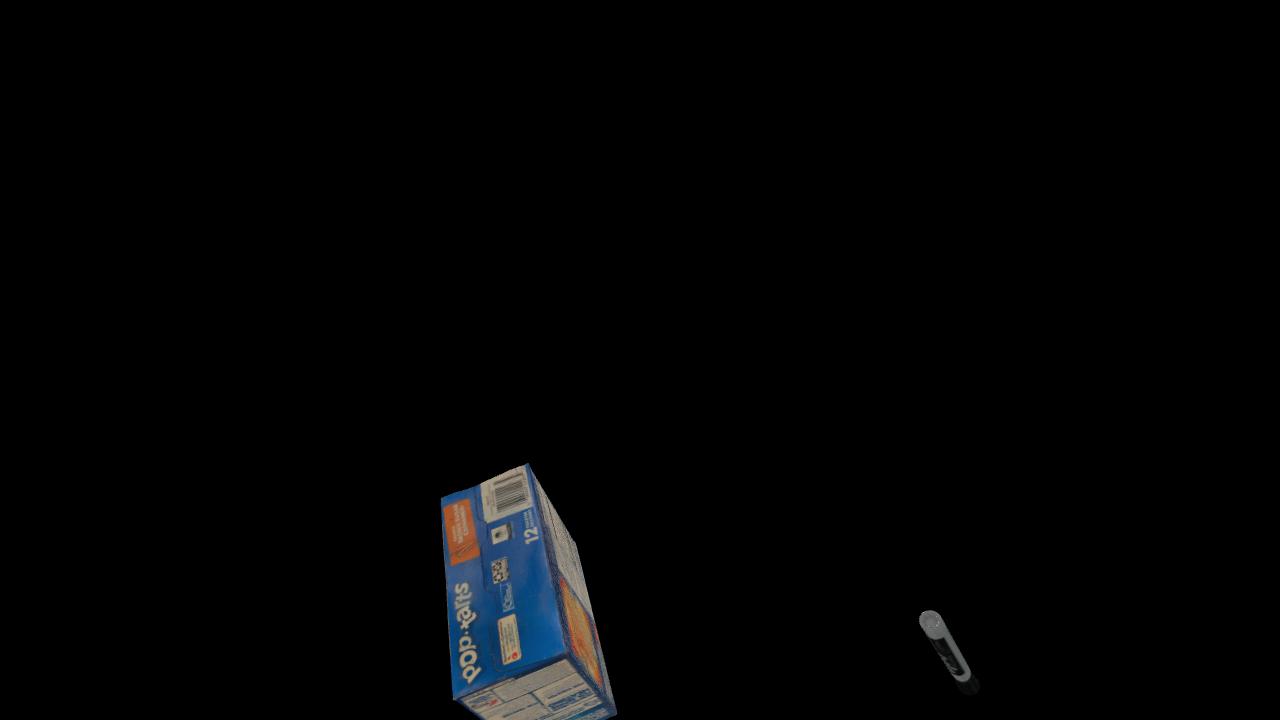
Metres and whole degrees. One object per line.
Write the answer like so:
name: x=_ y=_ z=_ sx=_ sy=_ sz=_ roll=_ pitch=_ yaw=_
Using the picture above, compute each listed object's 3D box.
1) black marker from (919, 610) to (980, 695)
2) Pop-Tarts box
black marker: x=0.280 y=0.266 z=0.552 sx=0.020 sy=0.121 sz=0.020 roll=-28 pitch=28 yaw=16
Pop-Tarts box: x=-0.092 y=0.200 z=0.502 sx=0.083 sy=0.141 sz=0.167 roll=-21 pitch=44 yaw=-3
